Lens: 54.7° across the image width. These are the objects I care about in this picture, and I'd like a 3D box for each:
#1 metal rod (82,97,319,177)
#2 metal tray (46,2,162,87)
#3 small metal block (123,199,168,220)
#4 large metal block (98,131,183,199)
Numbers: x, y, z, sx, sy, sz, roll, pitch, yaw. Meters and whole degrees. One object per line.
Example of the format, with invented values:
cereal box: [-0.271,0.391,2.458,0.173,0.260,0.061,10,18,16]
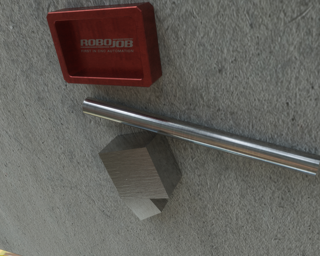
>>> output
metal rod: [0.035,0.005,0.390,0.301,0.025,0.025,15,125,19]
metal tray: [-0.067,-0.099,0.375,0.130,0.030,0.089,6,121,24]
small metal block: [-0.025,0.113,0.488,0.050,0.025,0.050,-33,100,38]
large metal block: [-0.026,0.052,0.435,0.080,0.050,0.080,-10,114,32]
